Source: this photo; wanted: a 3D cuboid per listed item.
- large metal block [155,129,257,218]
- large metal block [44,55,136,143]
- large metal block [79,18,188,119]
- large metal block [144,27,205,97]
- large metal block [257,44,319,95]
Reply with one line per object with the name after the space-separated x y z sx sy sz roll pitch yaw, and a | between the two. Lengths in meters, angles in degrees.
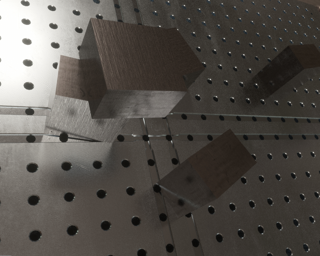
0.053 0.055 0.370 0.081 0.080 0.050 -29 78 -38 | large metal block
-0.080 -0.028 0.348 0.081 0.080 0.050 10 58 -23 | large metal block
-0.029 -0.057 0.309 0.081 0.050 0.080 -2 63 -30 | large metal block
0.005 -0.095 0.454 0.081 0.050 0.080 -23 74 -37 | large metal block
0.245 -0.108 0.575 0.081 0.080 0.050 -13 69 -34 | large metal block
